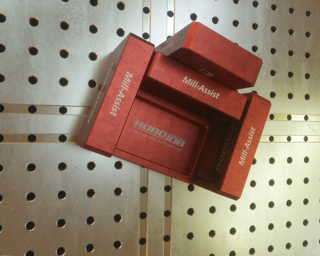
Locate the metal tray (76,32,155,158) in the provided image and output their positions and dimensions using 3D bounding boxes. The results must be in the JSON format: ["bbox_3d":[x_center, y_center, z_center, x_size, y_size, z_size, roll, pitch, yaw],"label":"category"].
[{"bbox_3d":[-0.055,-0.035,0.357,0.030,0.090,0.130,23,82,-19],"label":"metal tray"}]

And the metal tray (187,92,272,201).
[{"bbox_3d":[0.088,0.021,0.409,0.030,0.090,0.130,23,83,-19],"label":"metal tray"}]

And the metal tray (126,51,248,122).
[{"bbox_3d":[0.031,-0.046,0.389,0.131,0.090,0.030,23,83,-19],"label":"metal tray"}]

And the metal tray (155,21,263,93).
[{"bbox_3d":[0.045,-0.075,0.372,0.090,0.130,0.030,24,83,-19],"label":"metal tray"}]

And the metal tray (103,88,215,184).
[{"bbox_3d":[0.000,0.011,0.409,0.131,0.030,0.090,23,82,-19],"label":"metal tray"}]
